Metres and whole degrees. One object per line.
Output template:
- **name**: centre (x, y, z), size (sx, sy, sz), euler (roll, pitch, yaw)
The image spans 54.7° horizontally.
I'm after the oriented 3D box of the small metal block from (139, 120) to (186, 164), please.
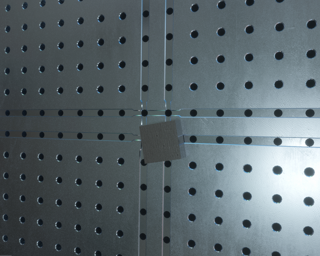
- **small metal block**: centre (0.004, 0.018, 0.410), size (0.050, 0.025, 0.050), euler (-10, 87, 19)
